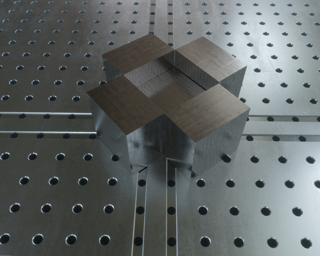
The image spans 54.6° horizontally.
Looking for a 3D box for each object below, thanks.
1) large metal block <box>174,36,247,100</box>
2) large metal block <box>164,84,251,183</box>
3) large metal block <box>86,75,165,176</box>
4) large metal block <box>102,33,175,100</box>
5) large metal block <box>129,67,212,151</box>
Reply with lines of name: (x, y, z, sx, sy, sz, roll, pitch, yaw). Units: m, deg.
large metal block: (0.064, -0.065, 0.428, 0.050, 0.080, 0.080, -31, 57, -24)
large metal block: (0.053, 0.007, 0.368, 0.080, 0.080, 0.050, -30, 56, -23)
large metal block: (-0.039, -0.003, 0.374, 0.050, 0.080, 0.080, -32, 57, -24)
large metal block: (-0.027, -0.073, 0.434, 0.080, 0.080, 0.050, -31, 57, -24)
large metal block: (0.014, -0.025, 0.411, 0.080, 0.050, 0.080, -32, 56, -22)
